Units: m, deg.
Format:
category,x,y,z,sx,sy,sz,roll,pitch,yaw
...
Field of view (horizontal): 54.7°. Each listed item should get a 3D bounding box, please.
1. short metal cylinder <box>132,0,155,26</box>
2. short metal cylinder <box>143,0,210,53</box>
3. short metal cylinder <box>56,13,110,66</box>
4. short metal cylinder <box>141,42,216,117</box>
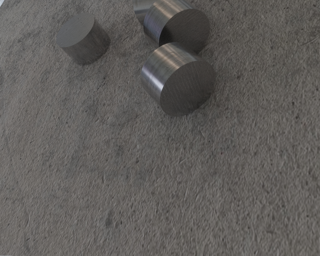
category,x,y,z,sx,sy,sz,roll,pitch,yaw
short metal cylinder,0.000,-0.203,0.493,0.050,0.080,0.080,5,64,30
short metal cylinder,0.023,-0.141,0.443,0.080,0.080,0.050,-37,51,3
short metal cylinder,-0.138,-0.160,0.559,0.080,0.050,0.080,-13,56,21
short metal cylinder,0.023,-0.061,0.394,0.080,0.080,0.050,-40,51,1
